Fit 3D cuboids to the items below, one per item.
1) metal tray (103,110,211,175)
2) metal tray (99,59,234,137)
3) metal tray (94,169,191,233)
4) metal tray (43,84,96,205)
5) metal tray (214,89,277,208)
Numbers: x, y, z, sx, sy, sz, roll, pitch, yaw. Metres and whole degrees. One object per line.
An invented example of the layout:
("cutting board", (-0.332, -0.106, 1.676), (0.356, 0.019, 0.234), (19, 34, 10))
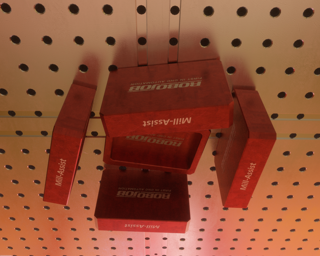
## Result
("metal tray", (-0.007, 0.016, 0.421), (0.131, 0.030, 0.089), (8, 130, -8))
("metal tray", (0.007, -0.035, 0.338), (0.131, 0.090, 0.030), (-5, 130, 4))
("metal tray", (-0.024, 0.106, 0.459), (0.131, 0.090, 0.030), (3, 130, -2))
("metal tray", (-0.113, 0.022, 0.387), (0.030, 0.090, 0.129), (14, 129, -11))
("metal tray", (0.101, 0.028, 0.393), (0.030, 0.090, 0.129), (3, 130, -3))
